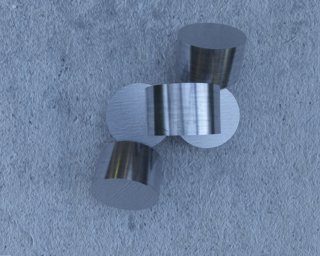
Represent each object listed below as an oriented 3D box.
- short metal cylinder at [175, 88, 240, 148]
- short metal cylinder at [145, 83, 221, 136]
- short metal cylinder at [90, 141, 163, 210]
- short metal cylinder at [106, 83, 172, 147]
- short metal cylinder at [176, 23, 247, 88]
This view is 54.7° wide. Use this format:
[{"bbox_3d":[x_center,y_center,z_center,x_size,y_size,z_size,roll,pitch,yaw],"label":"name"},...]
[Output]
[{"bbox_3d":[0.056,-0.016,0.399,0.081,0.050,0.079,0,90,-1],"label":"short metal cylinder"},{"bbox_3d":[0.025,-0.018,0.334,0.081,0.080,0.050,-1,90,-1],"label":"short metal cylinder"},{"bbox_3d":[-0.039,0.060,0.376,0.081,0.080,0.050,7,51,-1],"label":"short metal cylinder"},{"bbox_3d":[-0.025,-0.014,0.398,0.081,0.050,0.079,0,90,-1],"label":"short metal cylinder"},{"bbox_3d":[0.060,-0.090,0.377,0.081,0.080,0.050,1,128,-1],"label":"short metal cylinder"}]
